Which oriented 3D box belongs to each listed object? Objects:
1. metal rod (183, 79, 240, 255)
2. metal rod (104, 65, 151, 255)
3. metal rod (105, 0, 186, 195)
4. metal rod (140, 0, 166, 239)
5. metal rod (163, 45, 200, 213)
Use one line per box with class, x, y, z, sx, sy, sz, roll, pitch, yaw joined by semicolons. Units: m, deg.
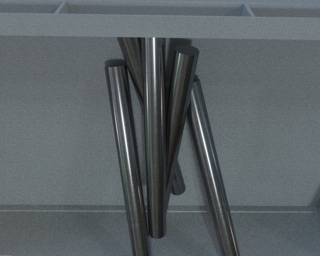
metal rod;0.073;0.085;0.404;0.025;0.025;0.298;-13;105;10
metal rod;-0.036;0.071;0.395;0.025;0.025;0.298;-5;108;4
metal rod;-0.006;-0.014;0.396;0.025;0.025;0.299;-11;130;9
metal rod;-0.006;0.010;0.366;0.025;0.025;0.298;-1;115;0
metal rod;0.011;0.037;0.406;0.025;0.025;0.298;5;128;-4
